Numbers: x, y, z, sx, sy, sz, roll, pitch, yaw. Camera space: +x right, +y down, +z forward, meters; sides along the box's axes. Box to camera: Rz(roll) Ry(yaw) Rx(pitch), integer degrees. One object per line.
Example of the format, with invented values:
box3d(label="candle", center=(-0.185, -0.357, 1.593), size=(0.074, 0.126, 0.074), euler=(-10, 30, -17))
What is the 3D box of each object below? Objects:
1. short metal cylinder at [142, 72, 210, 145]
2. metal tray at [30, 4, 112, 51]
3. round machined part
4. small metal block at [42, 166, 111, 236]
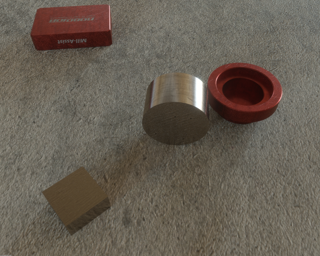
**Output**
box3d(label="short metal cylinder", center=(0.021, -0.022, 0.387), size=(0.080, 0.080, 0.050), euler=(3, 50, 3))
box3d(label="metal tray", center=(-0.153, -0.180, 0.551), size=(0.131, 0.030, 0.090), euler=(-5, 50, -5))
box3d(label="round machined part", center=(0.113, -0.044, 0.430), size=(0.099, 0.042, 0.098), euler=(0, 50, 0))
box3d(label="small metal block", center=(-0.090, 0.078, 0.337), size=(0.050, 0.025, 0.050), euler=(-33, 58, -25))
